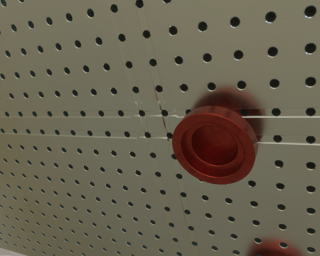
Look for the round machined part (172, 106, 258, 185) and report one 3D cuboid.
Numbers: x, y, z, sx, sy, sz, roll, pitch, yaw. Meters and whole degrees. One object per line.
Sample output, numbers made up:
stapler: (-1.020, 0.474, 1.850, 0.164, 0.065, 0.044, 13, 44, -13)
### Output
round machined part: (0.068, 0.017, 0.374, 0.098, 0.042, 0.097, 13, 124, 20)
